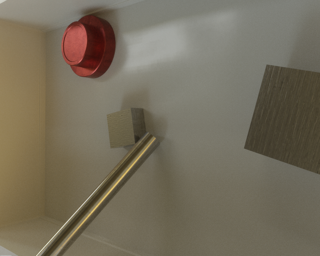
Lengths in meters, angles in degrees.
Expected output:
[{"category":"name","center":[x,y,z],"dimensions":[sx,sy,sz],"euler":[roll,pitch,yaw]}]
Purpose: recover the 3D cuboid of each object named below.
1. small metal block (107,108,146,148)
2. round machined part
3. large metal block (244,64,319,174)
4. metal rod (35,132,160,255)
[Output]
[{"category":"small metal block","center":[-0.048,0.001,0.444],"dimensions":[0.050,0.025,0.050],"euler":[-13,82,39]},{"category":"round machined part","center":[-0.119,-0.130,0.491],"dimensions":[0.098,0.042,0.097],"euler":[0,90,39]},{"category":"large metal block","center":[0.133,-0.008,0.280],"dimensions":[0.080,0.050,0.079],"euler":[20,103,38]},{"category":"metal rod","center":[-0.107,0.123,0.387],"dimensions":[0.025,0.025,0.300],"euler":[34,77,34]}]
